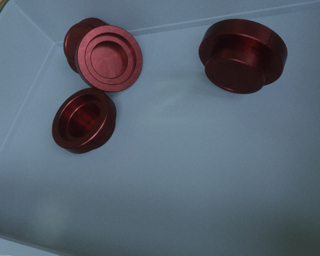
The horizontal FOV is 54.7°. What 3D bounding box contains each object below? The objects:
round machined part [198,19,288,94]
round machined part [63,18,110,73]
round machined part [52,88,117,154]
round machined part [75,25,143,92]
[{"bbox_3d":[0.091,-0.075,0.357,0.098,0.098,0.042,11,68,33],"label":"round machined part"},{"bbox_3d":[-0.122,-0.136,0.518,0.098,0.042,0.097,-1,88,27],"label":"round machined part"},{"bbox_3d":[-0.105,-0.007,0.453,0.098,0.042,0.098,-13,58,22],"label":"round machined part"},{"bbox_3d":[-0.080,-0.103,0.474,0.098,0.098,0.042,-55,22,-11],"label":"round machined part"}]
